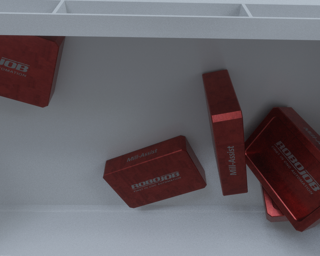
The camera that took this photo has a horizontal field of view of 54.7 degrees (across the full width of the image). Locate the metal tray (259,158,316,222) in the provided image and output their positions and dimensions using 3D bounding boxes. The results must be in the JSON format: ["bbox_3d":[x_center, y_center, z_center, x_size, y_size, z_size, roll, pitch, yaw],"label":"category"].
[{"bbox_3d":[0.207,0.076,0.424,0.131,0.090,0.030,-8,148,12],"label":"metal tray"}]

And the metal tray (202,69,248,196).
[{"bbox_3d":[0.079,0.008,0.374,0.030,0.090,0.129,-10,130,8],"label":"metal tray"}]

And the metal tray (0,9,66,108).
[{"bbox_3d":[-0.178,-0.081,0.334,0.131,0.030,0.089,16,128,-14],"label":"metal tray"}]

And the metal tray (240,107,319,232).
[{"bbox_3d":[0.166,0.047,0.383,0.030,0.130,0.089,-2,136,-35],"label":"metal tray"}]

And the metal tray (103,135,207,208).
[{"bbox_3d":[-0.007,0.070,0.465,0.130,0.030,0.090,-20,128,15],"label":"metal tray"}]
